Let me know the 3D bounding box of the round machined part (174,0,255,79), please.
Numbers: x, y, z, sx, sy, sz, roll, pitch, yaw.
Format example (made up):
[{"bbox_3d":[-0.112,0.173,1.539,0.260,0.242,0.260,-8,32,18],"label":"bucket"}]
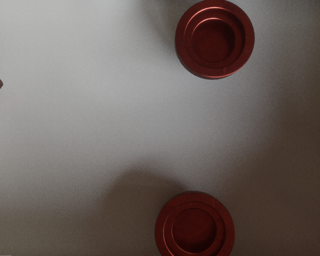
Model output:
[{"bbox_3d":[0.068,-0.111,0.403,0.099,0.042,0.097,0,90,0],"label":"round machined part"}]

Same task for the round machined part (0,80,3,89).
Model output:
[{"bbox_3d":[-0.248,-0.064,0.373,0.098,0.098,0.042,36,90,0],"label":"round machined part"}]

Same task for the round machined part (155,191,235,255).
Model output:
[{"bbox_3d":[0.044,0.130,0.400,0.099,0.042,0.097,0,85,3],"label":"round machined part"}]
